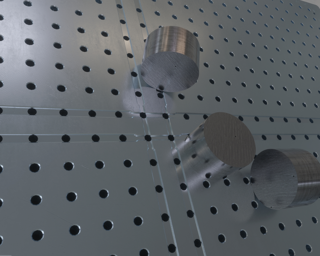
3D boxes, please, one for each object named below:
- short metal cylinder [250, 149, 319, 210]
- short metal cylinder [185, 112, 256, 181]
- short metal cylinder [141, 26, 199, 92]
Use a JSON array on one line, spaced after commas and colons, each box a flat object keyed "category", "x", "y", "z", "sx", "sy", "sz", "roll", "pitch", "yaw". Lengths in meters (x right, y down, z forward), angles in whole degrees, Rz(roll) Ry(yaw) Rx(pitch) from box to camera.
[{"category": "short metal cylinder", "x": 0.171, "y": 0.068, "z": 0.423, "sx": 0.050, "sy": 0.080, "sz": 0.080, "roll": 1, "pitch": 61, "yaw": -28}, {"category": "short metal cylinder", "x": 0.081, "y": 0.025, "z": 0.420, "sx": 0.081, "sy": 0.050, "sz": 0.080, "roll": 14, "pitch": 56, "yaw": -21}, {"category": "short metal cylinder", "x": 0.016, "y": -0.096, "z": 0.439, "sx": 0.081, "sy": 0.080, "sz": 0.050, "roll": 18, "pitch": 55, "yaw": -18}]
